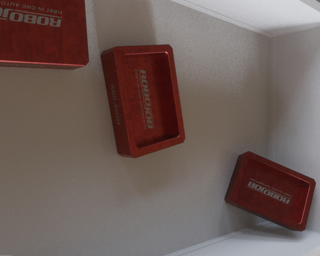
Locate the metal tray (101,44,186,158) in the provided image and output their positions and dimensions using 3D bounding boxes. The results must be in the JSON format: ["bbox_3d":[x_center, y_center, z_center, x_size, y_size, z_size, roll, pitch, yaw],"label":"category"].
[{"bbox_3d":[-0.018,-0.036,0.390,0.091,0.030,0.129,-15,100,-39],"label":"metal tray"}]

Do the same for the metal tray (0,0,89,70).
[{"bbox_3d":[-0.136,-0.104,0.290,0.131,0.030,0.089,-6,94,-40],"label":"metal tray"}]

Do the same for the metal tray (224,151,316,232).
[{"bbox_3d":[0.184,0.105,0.516,0.131,0.030,0.090,23,72,-2],"label":"metal tray"}]

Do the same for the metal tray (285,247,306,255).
[{"bbox_3d":[0.294,0.329,0.657,0.130,0.030,0.090,52,59,-27],"label":"metal tray"}]
